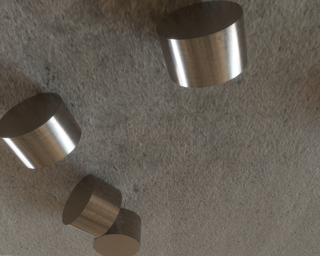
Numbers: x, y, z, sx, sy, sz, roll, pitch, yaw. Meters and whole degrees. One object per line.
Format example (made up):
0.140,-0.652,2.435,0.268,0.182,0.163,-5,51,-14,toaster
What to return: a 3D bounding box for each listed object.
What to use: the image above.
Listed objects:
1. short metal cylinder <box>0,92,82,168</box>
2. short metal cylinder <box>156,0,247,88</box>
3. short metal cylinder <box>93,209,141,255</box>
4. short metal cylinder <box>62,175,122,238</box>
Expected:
-0.143,0.002,0.370,0.080,0.080,0.050,-13,129,10,short metal cylinder
0.042,-0.083,0.301,0.080,0.080,0.050,-11,129,9,short metal cylinder
-0.074,0.187,0.549,0.081,0.050,0.079,0,130,0,short metal cylinder
-0.103,0.118,0.470,0.050,0.080,0.080,36,121,-27,short metal cylinder
